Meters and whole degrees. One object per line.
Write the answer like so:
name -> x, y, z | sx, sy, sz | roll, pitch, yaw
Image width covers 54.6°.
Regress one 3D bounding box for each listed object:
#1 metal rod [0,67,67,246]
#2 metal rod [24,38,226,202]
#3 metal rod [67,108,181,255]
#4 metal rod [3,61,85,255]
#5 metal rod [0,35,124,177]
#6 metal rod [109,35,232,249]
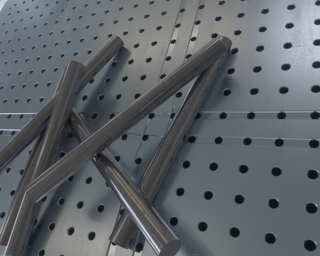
metal rod -> -0.186, 0.029, 0.489 | 0.025, 0.025, 0.300 | -3, 60, 26
metal rod -> -0.039, -0.013, 0.390 | 0.301, 0.025, 0.025 | -39, 51, -5
metal rod -> -0.069, 0.045, 0.394 | 0.025, 0.025, 0.300 | -46, 44, -3
metal rod -> -0.163, 0.040, 0.445 | 0.025, 0.025, 0.299 | 3, 71, 30
metal rod -> -0.161, -0.041, 0.494 | 0.025, 0.025, 0.301 | 24, 66, 36
metal rod -> 0.021, 0.005, 0.394 | 0.025, 0.025, 0.300 | 17, 70, 35
